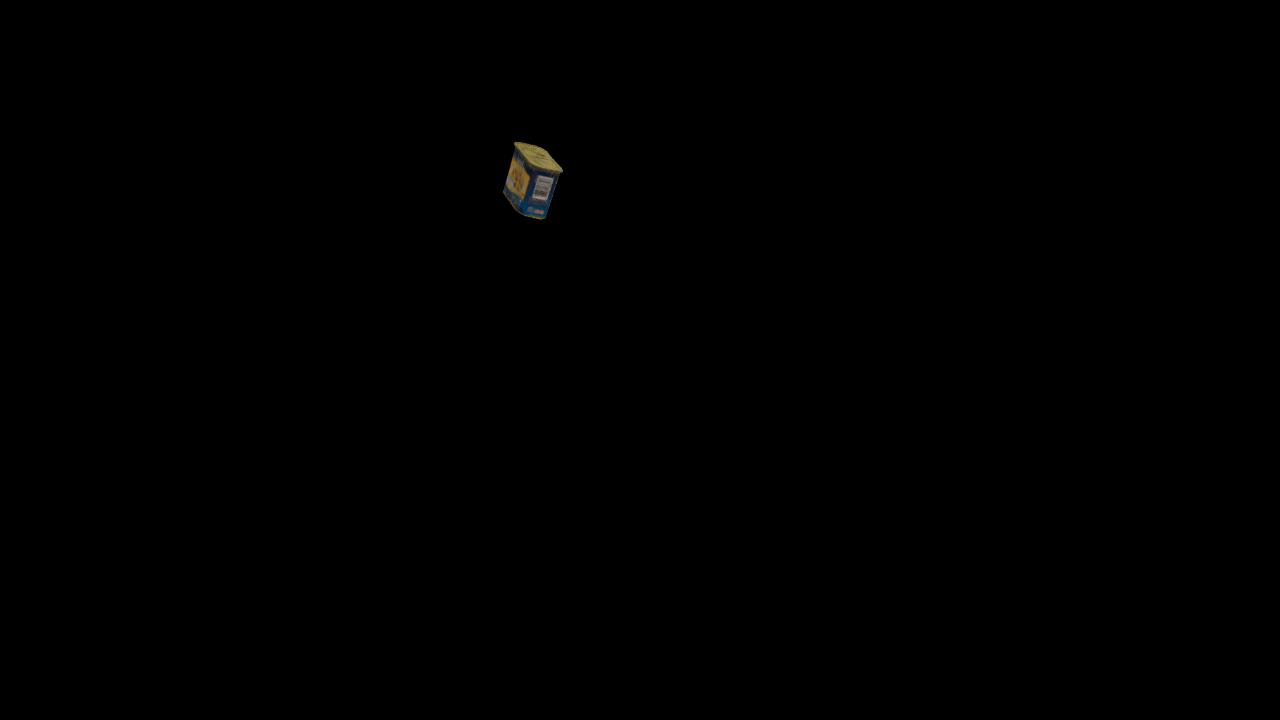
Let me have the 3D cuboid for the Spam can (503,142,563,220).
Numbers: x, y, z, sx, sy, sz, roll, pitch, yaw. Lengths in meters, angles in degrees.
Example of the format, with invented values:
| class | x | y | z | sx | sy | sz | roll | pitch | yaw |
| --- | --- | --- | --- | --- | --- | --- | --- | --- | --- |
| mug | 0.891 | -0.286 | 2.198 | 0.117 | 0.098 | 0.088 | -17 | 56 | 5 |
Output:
| class | x | y | z | sx | sy | sz | roll | pitch | yaw |
| --- | --- | --- | --- | --- | --- | --- | --- | --- | --- |
| Spam can | -0.174 | -0.285 | 0.980 | 0.058 | 0.085 | 0.101 | 1 | 37 | -35 |
